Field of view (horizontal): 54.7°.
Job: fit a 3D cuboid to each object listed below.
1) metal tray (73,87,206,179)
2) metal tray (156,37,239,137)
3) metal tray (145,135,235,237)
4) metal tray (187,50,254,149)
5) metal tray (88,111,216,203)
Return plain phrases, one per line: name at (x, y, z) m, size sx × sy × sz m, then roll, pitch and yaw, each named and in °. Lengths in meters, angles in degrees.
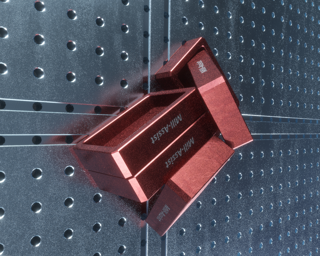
metal tray at (-0.022, 0.000, 0.350) m, size 0.131 × 0.090 × 0.030 m, roll -40°, pitch 115°, yaw -33°
metal tray at (0.061, -0.054, 0.458) m, size 0.090 × 0.030 × 0.130 m, roll -51°, pitch 120°, yaw -28°
metal tray at (0.033, 0.074, 0.379) m, size 0.030 × 0.129 × 0.091 m, roll 41°, pitch 56°, yaw 14°
metal tray at (0.073, -0.041, 0.398) m, size 0.090 × 0.030 × 0.130 m, roll 58°, pitch 12°, yaw -24°
metal tray at (-0.008, 0.025, 0.360) m, size 0.131 × 0.090 × 0.030 m, roll -40°, pitch 115°, yaw -33°
